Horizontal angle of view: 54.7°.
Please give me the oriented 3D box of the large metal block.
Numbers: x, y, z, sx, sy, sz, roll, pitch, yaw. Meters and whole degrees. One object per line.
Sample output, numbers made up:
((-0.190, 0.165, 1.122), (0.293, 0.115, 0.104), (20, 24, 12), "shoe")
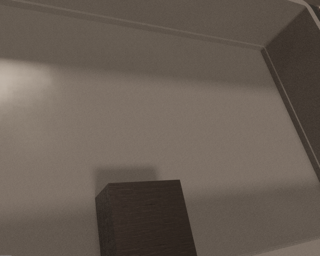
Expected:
((-0.017, 0.101, 0.320), (0.081, 0.050, 0.080), (2, 61, -28), "large metal block")
